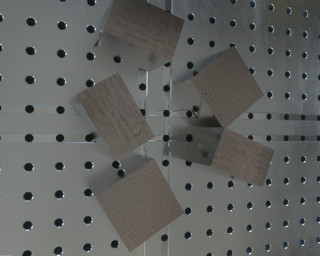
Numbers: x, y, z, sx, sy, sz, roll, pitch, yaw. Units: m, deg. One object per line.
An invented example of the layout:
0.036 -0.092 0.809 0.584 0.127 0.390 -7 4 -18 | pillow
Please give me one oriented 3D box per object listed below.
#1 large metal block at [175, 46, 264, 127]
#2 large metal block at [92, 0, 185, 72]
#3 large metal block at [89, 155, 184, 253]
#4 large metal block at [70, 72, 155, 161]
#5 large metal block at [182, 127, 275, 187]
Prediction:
0.082 -0.054 0.431 0.080 0.050 0.080 -39 103 -16 | large metal block
-0.029 -0.112 0.373 0.081 0.080 0.050 19 84 -19 | large metal block
-0.030 0.091 0.389 0.080 0.050 0.080 -31 101 -18 | large metal block
-0.059 -0.012 0.362 0.050 0.080 0.080 -32 101 -17 | large metal block
0.089 0.037 0.418 0.080 0.080 0.050 23 82 -19 | large metal block
